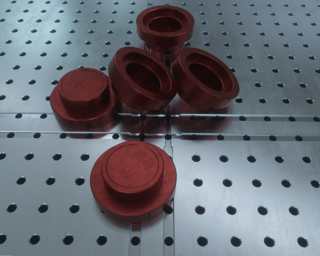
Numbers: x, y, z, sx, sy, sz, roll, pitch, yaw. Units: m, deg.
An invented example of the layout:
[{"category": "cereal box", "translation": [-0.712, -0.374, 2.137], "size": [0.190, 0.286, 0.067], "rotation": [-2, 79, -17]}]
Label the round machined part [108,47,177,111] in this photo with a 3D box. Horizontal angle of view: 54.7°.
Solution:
[{"category": "round machined part", "translation": [-0.028, -0.063, 0.431], "size": [0.099, 0.042, 0.098], "rotation": [24, 42, -23]}]

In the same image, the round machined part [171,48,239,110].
[{"category": "round machined part", "translation": [0.059, -0.064, 0.435], "size": [0.099, 0.042, 0.098], "rotation": [20, 44, -20]}]

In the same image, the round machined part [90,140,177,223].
[{"category": "round machined part", "translation": [-0.030, 0.053, 0.352], "size": [0.099, 0.042, 0.098], "rotation": [0, 50, 0]}]

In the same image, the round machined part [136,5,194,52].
[{"category": "round machined part", "translation": [0.009, -0.170, 0.539], "size": [0.099, 0.042, 0.098], "rotation": [0, 50, 0]}]

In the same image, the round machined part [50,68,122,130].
[{"category": "round machined part", "translation": [-0.105, -0.047, 0.435], "size": [0.099, 0.042, 0.098], "rotation": [0, 50, 0]}]
